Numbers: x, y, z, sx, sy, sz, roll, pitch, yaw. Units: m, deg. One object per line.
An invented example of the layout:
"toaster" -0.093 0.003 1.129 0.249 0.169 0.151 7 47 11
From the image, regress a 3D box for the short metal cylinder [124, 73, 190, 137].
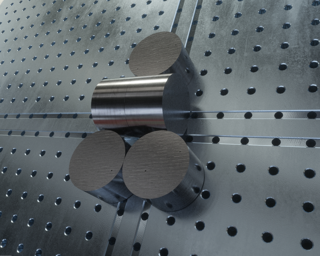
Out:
"short metal cylinder" -0.001 -0.027 0.389 0.050 0.080 0.080 0 62 28

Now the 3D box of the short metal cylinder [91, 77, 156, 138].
"short metal cylinder" -0.045 -0.027 0.412 0.050 0.080 0.080 0 62 28

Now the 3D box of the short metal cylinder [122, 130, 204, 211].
"short metal cylinder" 0.004 0.049 0.356 0.080 0.050 0.080 -13 56 20

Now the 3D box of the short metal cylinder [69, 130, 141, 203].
"short metal cylinder" -0.067 0.049 0.394 0.080 0.050 0.080 -13 56 20

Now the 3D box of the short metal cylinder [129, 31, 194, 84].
"short metal cylinder" 0.003 -0.091 0.445 0.080 0.050 0.080 -13 56 20
